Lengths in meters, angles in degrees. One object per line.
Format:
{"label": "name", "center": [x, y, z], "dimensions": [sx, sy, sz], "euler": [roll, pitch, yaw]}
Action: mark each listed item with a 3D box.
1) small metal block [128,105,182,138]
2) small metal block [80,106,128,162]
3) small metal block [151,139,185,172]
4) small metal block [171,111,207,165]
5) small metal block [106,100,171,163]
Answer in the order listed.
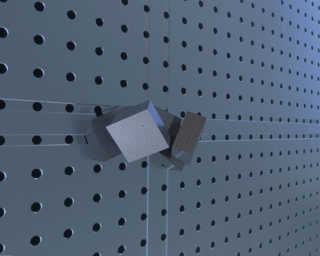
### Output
{"label": "small metal block", "center": [-0.010, -0.008, 0.386], "dimensions": [0.050, 0.050, 0.025], "euler": [24, 75, -38]}
{"label": "small metal block", "center": [-0.058, 0.006, 0.362], "dimensions": [0.050, 0.025, 0.050], "euler": [-25, 106, -37]}
{"label": "small metal block", "center": [0.017, 0.025, 0.426], "dimensions": [0.050, 0.025, 0.050], "euler": [43, 64, -32]}
{"label": "small metal block", "center": [0.036, 0.014, 0.390], "dimensions": [0.050, 0.025, 0.050], "euler": [88, 25, -68]}
{"label": "small metal block", "center": [-0.023, 0.004, 0.339], "dimensions": [0.050, 0.050, 0.025], "euler": [61, 17, -23]}
